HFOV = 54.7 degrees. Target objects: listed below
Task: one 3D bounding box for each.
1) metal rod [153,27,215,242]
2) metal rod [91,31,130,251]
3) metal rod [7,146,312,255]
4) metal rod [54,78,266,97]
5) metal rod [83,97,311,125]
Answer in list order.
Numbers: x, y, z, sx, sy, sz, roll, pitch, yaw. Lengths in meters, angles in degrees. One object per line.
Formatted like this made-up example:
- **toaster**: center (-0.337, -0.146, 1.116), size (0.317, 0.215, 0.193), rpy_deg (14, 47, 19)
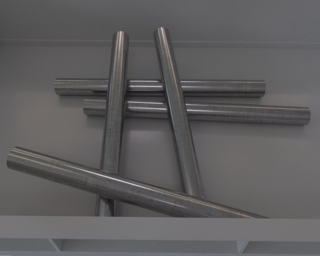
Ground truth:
- **metal rod**: center (0.022, -0.015, 0.389), size (0.025, 0.025, 0.299), rpy_deg (-6, 59, -5)
- **metal rod**: center (-0.057, -0.008, 0.385), size (0.025, 0.025, 0.299), rpy_deg (0, 58, -1)
- **metal rod**: center (-0.009, 0.068, 0.307), size (0.301, 0.025, 0.025), rpy_deg (14, 52, 8)
- **metal rod**: center (0.000, -0.059, 0.454), size (0.302, 0.025, 0.025), rpy_deg (1, 50, 0)
- **metal rod**: center (0.048, -0.023, 0.424), size (0.302, 0.025, 0.025), rpy_deg (3, 50, 2)
